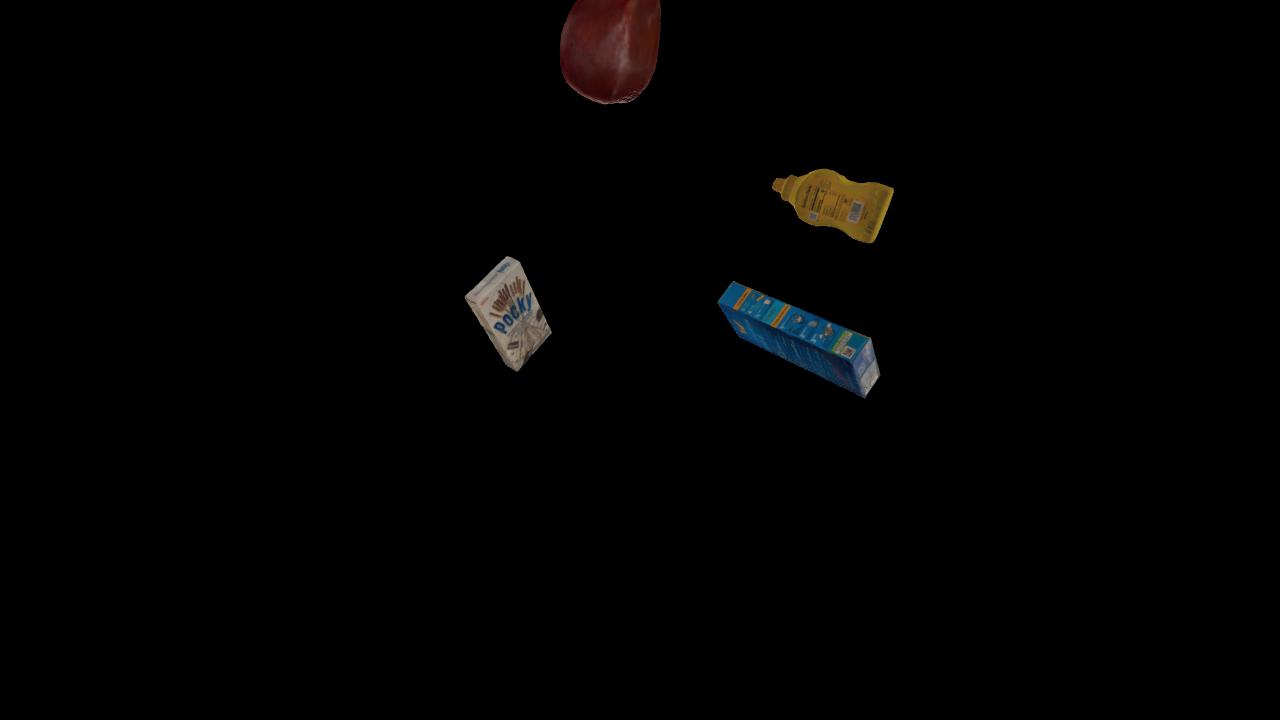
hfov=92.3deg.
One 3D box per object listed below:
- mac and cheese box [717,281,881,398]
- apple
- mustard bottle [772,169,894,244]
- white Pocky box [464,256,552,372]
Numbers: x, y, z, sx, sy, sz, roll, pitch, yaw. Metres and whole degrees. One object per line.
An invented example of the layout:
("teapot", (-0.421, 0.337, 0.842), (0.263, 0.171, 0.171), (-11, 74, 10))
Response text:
("mac and cheese box", (0.183, -0.026, 0.718), (0.184, 0.041, 0.093), (31, -9, 38))
("apple", (-0.024, -0.247, 0.480), (0.079, 0.093, 0.079), (16, 36, -12))
("mustard bottle", (0.299, -0.257, 0.983), (0.184, 0.092, 0.054), (24, 38, 20))
("white Pocky box", (-0.174, -0.059, 0.836), (0.028, 0.084, 0.154), (27, -26, 27))
